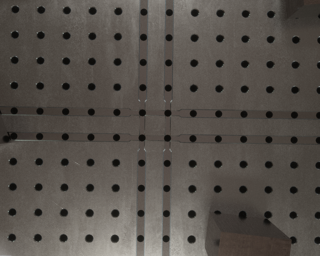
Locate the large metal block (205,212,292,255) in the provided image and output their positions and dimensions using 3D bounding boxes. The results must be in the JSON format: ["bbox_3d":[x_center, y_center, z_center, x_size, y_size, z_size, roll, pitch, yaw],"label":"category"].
[{"bbox_3d":[0.105,0.145,0.387,0.081,0.080,0.050,7,90,-1],"label":"large metal block"}]

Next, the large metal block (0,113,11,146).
[{"bbox_3d":[-0.250,0.010,0.383,0.080,0.080,0.050,-20,90,0],"label":"large metal block"}]

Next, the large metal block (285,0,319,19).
[{"bbox_3d":[0.212,-0.194,0.404,0.081,0.050,0.079,-5,90,-1],"label":"large metal block"}]
